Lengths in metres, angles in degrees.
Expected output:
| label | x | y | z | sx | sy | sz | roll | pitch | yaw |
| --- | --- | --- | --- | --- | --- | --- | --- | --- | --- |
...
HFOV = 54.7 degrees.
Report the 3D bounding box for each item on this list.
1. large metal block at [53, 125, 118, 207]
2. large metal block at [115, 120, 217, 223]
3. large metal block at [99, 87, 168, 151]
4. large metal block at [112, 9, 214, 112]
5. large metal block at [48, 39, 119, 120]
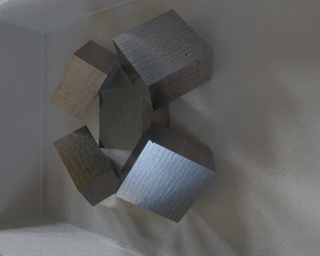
| label | x | y | z | sx | sy | sz | roll | pitch | yaw |
| --- | --- | --- | --- | --- | --- | --- | --- | --- | --- |
| large metal block | -0.102 | 0.056 | 0.446 | 0.080 | 0.050 | 0.080 | 53 | 165 | 26 |
| large metal block | 0.006 | 0.050 | 0.355 | 0.080 | 0.050 | 0.080 | 27 | 113 | -11 |
| large metal block | -0.036 | -0.012 | 0.417 | 0.080 | 0.050 | 0.080 | 1 | 91 | 40 |
| large metal block | 0.004 | -0.079 | 0.358 | 0.080 | 0.050 | 0.080 | -30 | 63 | -11 |
| large metal block | -0.106 | -0.071 | 0.446 | 0.050 | 0.080 | 0.080 | 31 | 117 | -11 |
